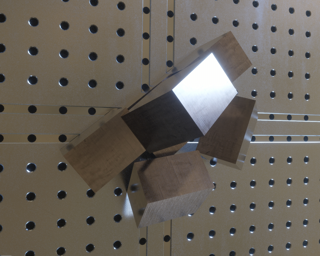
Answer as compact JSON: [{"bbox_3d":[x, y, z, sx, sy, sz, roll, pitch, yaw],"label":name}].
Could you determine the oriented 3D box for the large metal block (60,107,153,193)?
[{"bbox_3d":[-0.065,0.022,0.358,0.080,0.080,0.050,-40,103,-16],"label":"large metal block"}]

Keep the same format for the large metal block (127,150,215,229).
[{"bbox_3d":[0.009,0.076,0.379,0.081,0.080,0.050,-9,57,-20],"label":"large metal block"}]

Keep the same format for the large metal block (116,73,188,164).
[{"bbox_3d":[0.000,-0.011,0.400,0.080,0.050,0.080,-41,103,-15],"label":"large metal block"}]

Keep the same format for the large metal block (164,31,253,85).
[{"bbox_3d":[0.056,-0.073,0.404,0.080,0.080,0.050,-41,104,-15],"label":"large metal block"}]

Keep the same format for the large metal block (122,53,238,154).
[{"bbox_3d":[0.021,-0.025,0.324,0.050,0.080,0.080,54,49,-12],"label":"large metal block"}]

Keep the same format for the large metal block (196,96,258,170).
[{"bbox_3d":[0.091,0.007,0.409,0.050,0.080,0.080,17,83,22],"label":"large metal block"}]
